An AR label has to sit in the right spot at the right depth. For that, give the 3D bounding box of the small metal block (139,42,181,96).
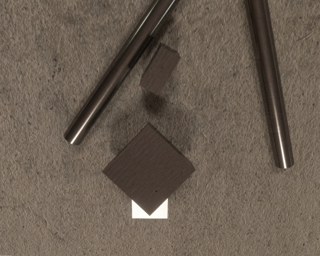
[{"bbox_3d":[0.000,-0.072,0.370,0.025,0.050,0.050,28,107,-10],"label":"small metal block"}]

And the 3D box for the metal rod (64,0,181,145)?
[{"bbox_3d":[-0.029,-0.099,0.372,0.025,0.025,0.299,34,106,-12],"label":"metal rod"}]

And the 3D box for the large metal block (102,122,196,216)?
[{"bbox_3d":[-0.013,0.050,0.399,0.080,0.050,0.080,44,93,-4],"label":"large metal block"}]

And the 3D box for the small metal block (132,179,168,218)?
[{"bbox_3d":[-0.014,0.102,0.447,0.050,0.025,0.050,1,110,-1],"label":"small metal block"}]

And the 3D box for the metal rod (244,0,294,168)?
[{"bbox_3d":[0.131,-0.084,0.380,0.025,0.025,0.298,-16,110,5],"label":"metal rod"}]
